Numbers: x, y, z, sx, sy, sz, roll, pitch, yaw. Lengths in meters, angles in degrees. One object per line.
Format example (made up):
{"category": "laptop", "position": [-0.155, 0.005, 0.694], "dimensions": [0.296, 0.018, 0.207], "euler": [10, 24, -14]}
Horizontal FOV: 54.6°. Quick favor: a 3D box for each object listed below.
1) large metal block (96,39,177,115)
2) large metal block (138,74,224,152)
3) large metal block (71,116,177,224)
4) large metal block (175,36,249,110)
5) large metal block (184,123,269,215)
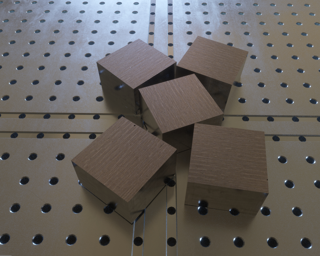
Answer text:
{"category": "large metal block", "position": [-0.033, -0.078, 0.457], "dimensions": [0.080, 0.050, 0.080], "euler": [-37, 59, -26]}
{"category": "large metal block", "position": [0.025, -0.018, 0.406], "dimensions": [0.081, 0.050, 0.080], "euler": [-18, 52, -14]}
{"category": "large metal block", "position": [-0.038, 0.045, 0.352], "dimensions": [0.080, 0.050, 0.080], "euler": [30, 56, 23]}
{"category": "large metal block", "position": [0.076, -0.084, 0.461], "dimensions": [0.080, 0.050, 0.080], "euler": [22, 54, 14]}
{"category": "large metal block", "position": [0.074, 0.045, 0.354], "dimensions": [0.080, 0.050, 0.080], "euler": [7, 50, 5]}
